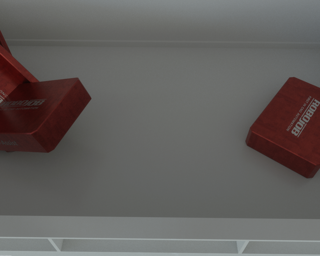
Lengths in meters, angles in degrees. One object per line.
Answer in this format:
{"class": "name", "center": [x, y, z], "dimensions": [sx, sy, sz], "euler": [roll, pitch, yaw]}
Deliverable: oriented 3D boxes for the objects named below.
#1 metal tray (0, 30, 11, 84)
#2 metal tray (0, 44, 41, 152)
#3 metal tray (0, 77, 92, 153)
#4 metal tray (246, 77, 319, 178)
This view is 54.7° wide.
{"class": "metal tray", "center": [-0.253, -0.068, 0.417], "dimensions": [0.030, 0.090, 0.130], "euler": [12, 51, 12]}
{"class": "metal tray", "center": [-0.201, -0.044, 0.379], "dimensions": [0.030, 0.130, 0.090], "euler": [-15, 37, 42]}
{"class": "metal tray", "center": [-0.157, -0.016, 0.367], "dimensions": [0.130, 0.030, 0.090], "euler": [0, 45, 30]}
{"class": "metal tray", "center": [0.185, -0.007, 0.408], "dimensions": [0.090, 0.030, 0.131], "euler": [31, 56, 23]}
